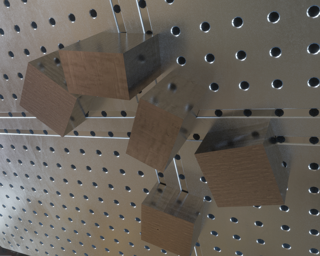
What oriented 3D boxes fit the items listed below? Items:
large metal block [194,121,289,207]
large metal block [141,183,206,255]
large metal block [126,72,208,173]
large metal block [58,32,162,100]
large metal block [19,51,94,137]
[{"bbox_3d":[0.099,0.046,0.371,0.080,0.050,0.080,-12,112,33],"label":"large metal block"},{"bbox_3d":[0.019,0.141,0.473,0.080,0.050,0.079,16,125,19],"label":"large metal block"},{"bbox_3d":[0.008,-0.008,0.367,0.050,0.080,0.079,27,128,11],"label":"large metal block"},{"bbox_3d":[-0.053,-0.075,0.358,0.080,0.080,0.050,9,122,23],"label":"large metal block"},{"bbox_3d":[-0.145,-0.048,0.443,0.080,0.050,0.080,36,129,4],"label":"large metal block"}]
